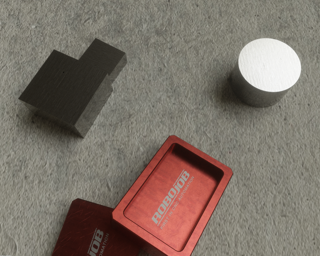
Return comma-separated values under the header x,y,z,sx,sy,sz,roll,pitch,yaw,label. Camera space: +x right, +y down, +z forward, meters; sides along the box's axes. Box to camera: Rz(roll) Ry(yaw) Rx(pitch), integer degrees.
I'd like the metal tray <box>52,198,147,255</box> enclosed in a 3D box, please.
x,y,z,sx,sy,sz,roll,pitch,yaw,label
-0.075,0.155,0.348,0.090,0.030,0.130,15,71,5,metal tray

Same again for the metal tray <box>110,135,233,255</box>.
x,y,z,sx,sy,sz,roll,pitch,yaw,label
0.017,0.079,0.356,0.090,0.030,0.130,31,55,10,metal tray

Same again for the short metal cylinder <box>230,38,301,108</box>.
x,y,z,sx,sy,sz,roll,pitch,yaw,label
0.142,-0.074,0.423,0.081,0.050,0.080,0,70,0,short metal cylinder

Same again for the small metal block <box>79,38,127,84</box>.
x,y,z,sx,sy,sz,roll,pitch,yaw,label
-0.082,-0.092,0.441,0.050,0.025,0.050,28,72,9,small metal block

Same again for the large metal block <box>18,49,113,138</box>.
x,y,z,sx,sy,sz,roll,pitch,yaw,label
-0.120,-0.045,0.410,0.080,0.050,0.080,25,72,8,large metal block
